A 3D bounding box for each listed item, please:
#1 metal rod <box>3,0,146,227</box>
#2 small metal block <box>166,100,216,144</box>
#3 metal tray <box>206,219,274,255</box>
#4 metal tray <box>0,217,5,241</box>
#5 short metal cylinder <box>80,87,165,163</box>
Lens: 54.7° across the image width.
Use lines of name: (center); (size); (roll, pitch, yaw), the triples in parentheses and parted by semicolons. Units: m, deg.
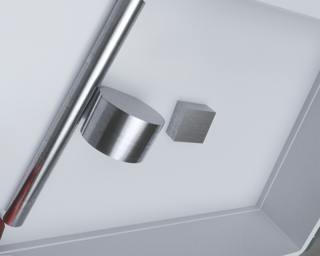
metal rod: (-0.102, -0.010, 0.347); (0.025, 0.025, 0.299); (22, 106, -37)
small metal block: (0.042, -0.008, 0.429); (0.050, 0.025, 0.050); (6, 116, -32)
metal tray: (0.169, 0.243, 0.654); (0.131, 0.030, 0.089); (4, 116, -31)
metal tray: (-0.207, 0.126, 0.304); (0.030, 0.130, 0.090); (-14, 127, 3)
short metal cylinder: (-0.041, -0.004, 0.349); (0.081, 0.080, 0.050); (18, 109, -36)
